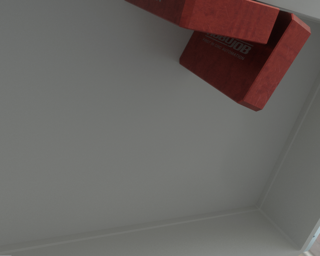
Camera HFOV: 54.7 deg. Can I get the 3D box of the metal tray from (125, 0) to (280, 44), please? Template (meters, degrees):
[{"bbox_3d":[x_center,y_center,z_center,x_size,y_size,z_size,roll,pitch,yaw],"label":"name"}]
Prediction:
[{"bbox_3d":[0.031,-0.115,0.288,0.091,0.130,0.030,1,118,-29],"label":"metal tray"}]

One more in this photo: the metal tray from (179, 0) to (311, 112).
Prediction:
[{"bbox_3d":[0.080,-0.086,0.333,0.030,0.130,0.089,18,109,-34],"label":"metal tray"}]

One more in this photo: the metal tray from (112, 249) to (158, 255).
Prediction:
[{"bbox_3d":[-0.069,0.260,0.533,0.131,0.030,0.089,3,117,-31],"label":"metal tray"}]
